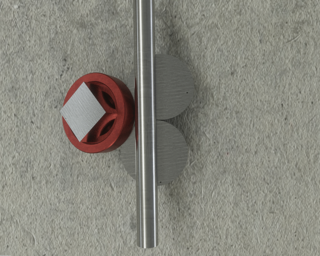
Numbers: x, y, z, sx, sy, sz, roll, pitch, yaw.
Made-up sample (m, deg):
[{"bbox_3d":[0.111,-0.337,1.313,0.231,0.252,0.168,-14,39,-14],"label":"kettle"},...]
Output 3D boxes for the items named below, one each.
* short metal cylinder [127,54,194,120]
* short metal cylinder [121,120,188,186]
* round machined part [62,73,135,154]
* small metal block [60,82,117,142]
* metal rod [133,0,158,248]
[{"bbox_3d":[0.001,-0.050,0.399,0.081,0.050,0.079,0,90,0],"label":"short metal cylinder"},{"bbox_3d":[-0.007,0.030,0.398,0.081,0.050,0.080,0,89,0],"label":"short metal cylinder"},{"bbox_3d":[-0.072,-0.017,0.389,0.098,0.042,0.097,-1,87,29],"label":"round machined part"},{"bbox_3d":[-0.085,-0.018,0.370,0.050,0.025,0.050,-46,68,19],"label":"small metal block"},{"bbox_3d":[-0.017,-0.014,0.361,0.025,0.025,0.298,-1,90,0],"label":"metal rod"}]
